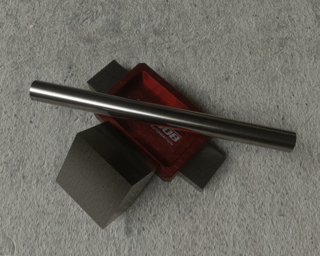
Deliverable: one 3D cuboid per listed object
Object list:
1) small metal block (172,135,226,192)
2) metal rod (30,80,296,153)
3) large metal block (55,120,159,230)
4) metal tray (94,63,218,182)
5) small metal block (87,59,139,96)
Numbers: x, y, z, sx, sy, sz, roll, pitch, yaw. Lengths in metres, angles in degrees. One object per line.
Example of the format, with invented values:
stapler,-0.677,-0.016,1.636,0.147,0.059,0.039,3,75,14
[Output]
small metal block,0.047,0.045,0.393,0.050,0.025,0.050,37,74,12
metal rod,0.000,-0.014,0.356,0.302,0.025,0.025,12,71,3
large metal block,-0.062,0.052,0.351,0.080,0.079,0.050,41,33,13
metal tray,-0.007,-0.009,0.382,0.130,0.030,0.090,42,75,13
small metal block,-0.063,-0.058,0.429,0.050,0.025,0.050,43,75,13
